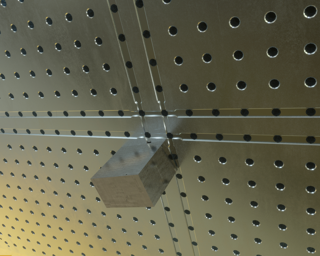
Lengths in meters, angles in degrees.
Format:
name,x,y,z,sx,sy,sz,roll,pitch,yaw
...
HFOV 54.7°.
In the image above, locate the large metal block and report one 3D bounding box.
name,x,y,z,sx,sy,sz,roll,pitch,yaw
large metal block,-0.034,0.064,0.432,0.080,0.080,0.050,-10,113,32
